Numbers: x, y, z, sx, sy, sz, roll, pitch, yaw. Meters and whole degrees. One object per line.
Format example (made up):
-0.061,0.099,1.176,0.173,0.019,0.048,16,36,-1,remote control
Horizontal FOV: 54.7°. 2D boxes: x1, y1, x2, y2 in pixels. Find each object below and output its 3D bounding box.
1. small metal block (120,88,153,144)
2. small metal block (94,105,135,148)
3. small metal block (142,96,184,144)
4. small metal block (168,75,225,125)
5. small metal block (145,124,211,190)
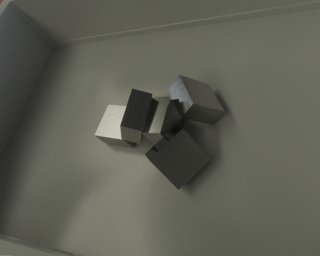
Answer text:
-0.030,-0.013,0.387,0.025,0.050,0.050,15,69,0,small metal block
-0.055,-0.003,0.432,0.050,0.025,0.050,7,65,31,small metal block
0.006,-0.004,0.387,0.025,0.050,0.050,1,62,28,small metal block
0.044,-0.034,0.381,0.025,0.050,0.050,-52,44,34,small metal block
0.020,0.033,0.353,0.050,0.050,0.025,-43,16,-3,small metal block
